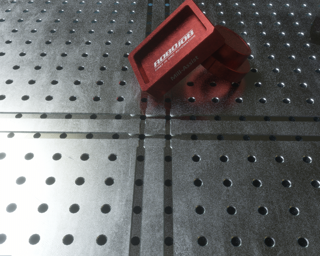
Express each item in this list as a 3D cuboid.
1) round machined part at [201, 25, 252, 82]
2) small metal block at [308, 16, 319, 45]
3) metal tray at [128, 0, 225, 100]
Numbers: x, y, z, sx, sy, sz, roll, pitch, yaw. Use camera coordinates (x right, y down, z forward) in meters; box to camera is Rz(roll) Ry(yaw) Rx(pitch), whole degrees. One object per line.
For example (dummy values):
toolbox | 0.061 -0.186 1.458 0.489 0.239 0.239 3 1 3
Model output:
round machined part | 0.099 -0.118 0.471 0.099 0.042 0.098 21 41 -20
small metal block | 0.300 -0.172 0.556 0.050 0.025 0.050 18 52 14
metal tray | 0.019 -0.114 0.451 0.130 0.030 0.090 -39 50 19
